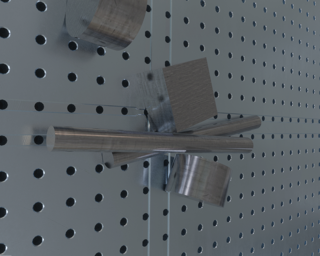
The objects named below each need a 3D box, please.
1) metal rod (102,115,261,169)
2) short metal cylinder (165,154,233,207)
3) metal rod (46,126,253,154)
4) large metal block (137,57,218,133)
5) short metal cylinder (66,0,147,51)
[{"bbox_3d":[0.054,0.012,0.454,0.302,0.025,0.025,-11,97,-39],"label":"metal rod"},{"bbox_3d":[0.052,0.071,0.417,0.080,0.080,0.050,27,73,-37],"label":"short metal cylinder"},{"bbox_3d":[0.015,0.019,0.388,0.302,0.025,0.025,4,88,-38],"label":"metal rod"},{"bbox_3d":[0.025,-0.044,0.414,0.081,0.050,0.080,-23,104,-38],"label":"large metal block"},{"bbox_3d":[-0.058,-0.127,0.324,0.050,0.080,0.080,9,85,-40],"label":"short metal cylinder"}]
